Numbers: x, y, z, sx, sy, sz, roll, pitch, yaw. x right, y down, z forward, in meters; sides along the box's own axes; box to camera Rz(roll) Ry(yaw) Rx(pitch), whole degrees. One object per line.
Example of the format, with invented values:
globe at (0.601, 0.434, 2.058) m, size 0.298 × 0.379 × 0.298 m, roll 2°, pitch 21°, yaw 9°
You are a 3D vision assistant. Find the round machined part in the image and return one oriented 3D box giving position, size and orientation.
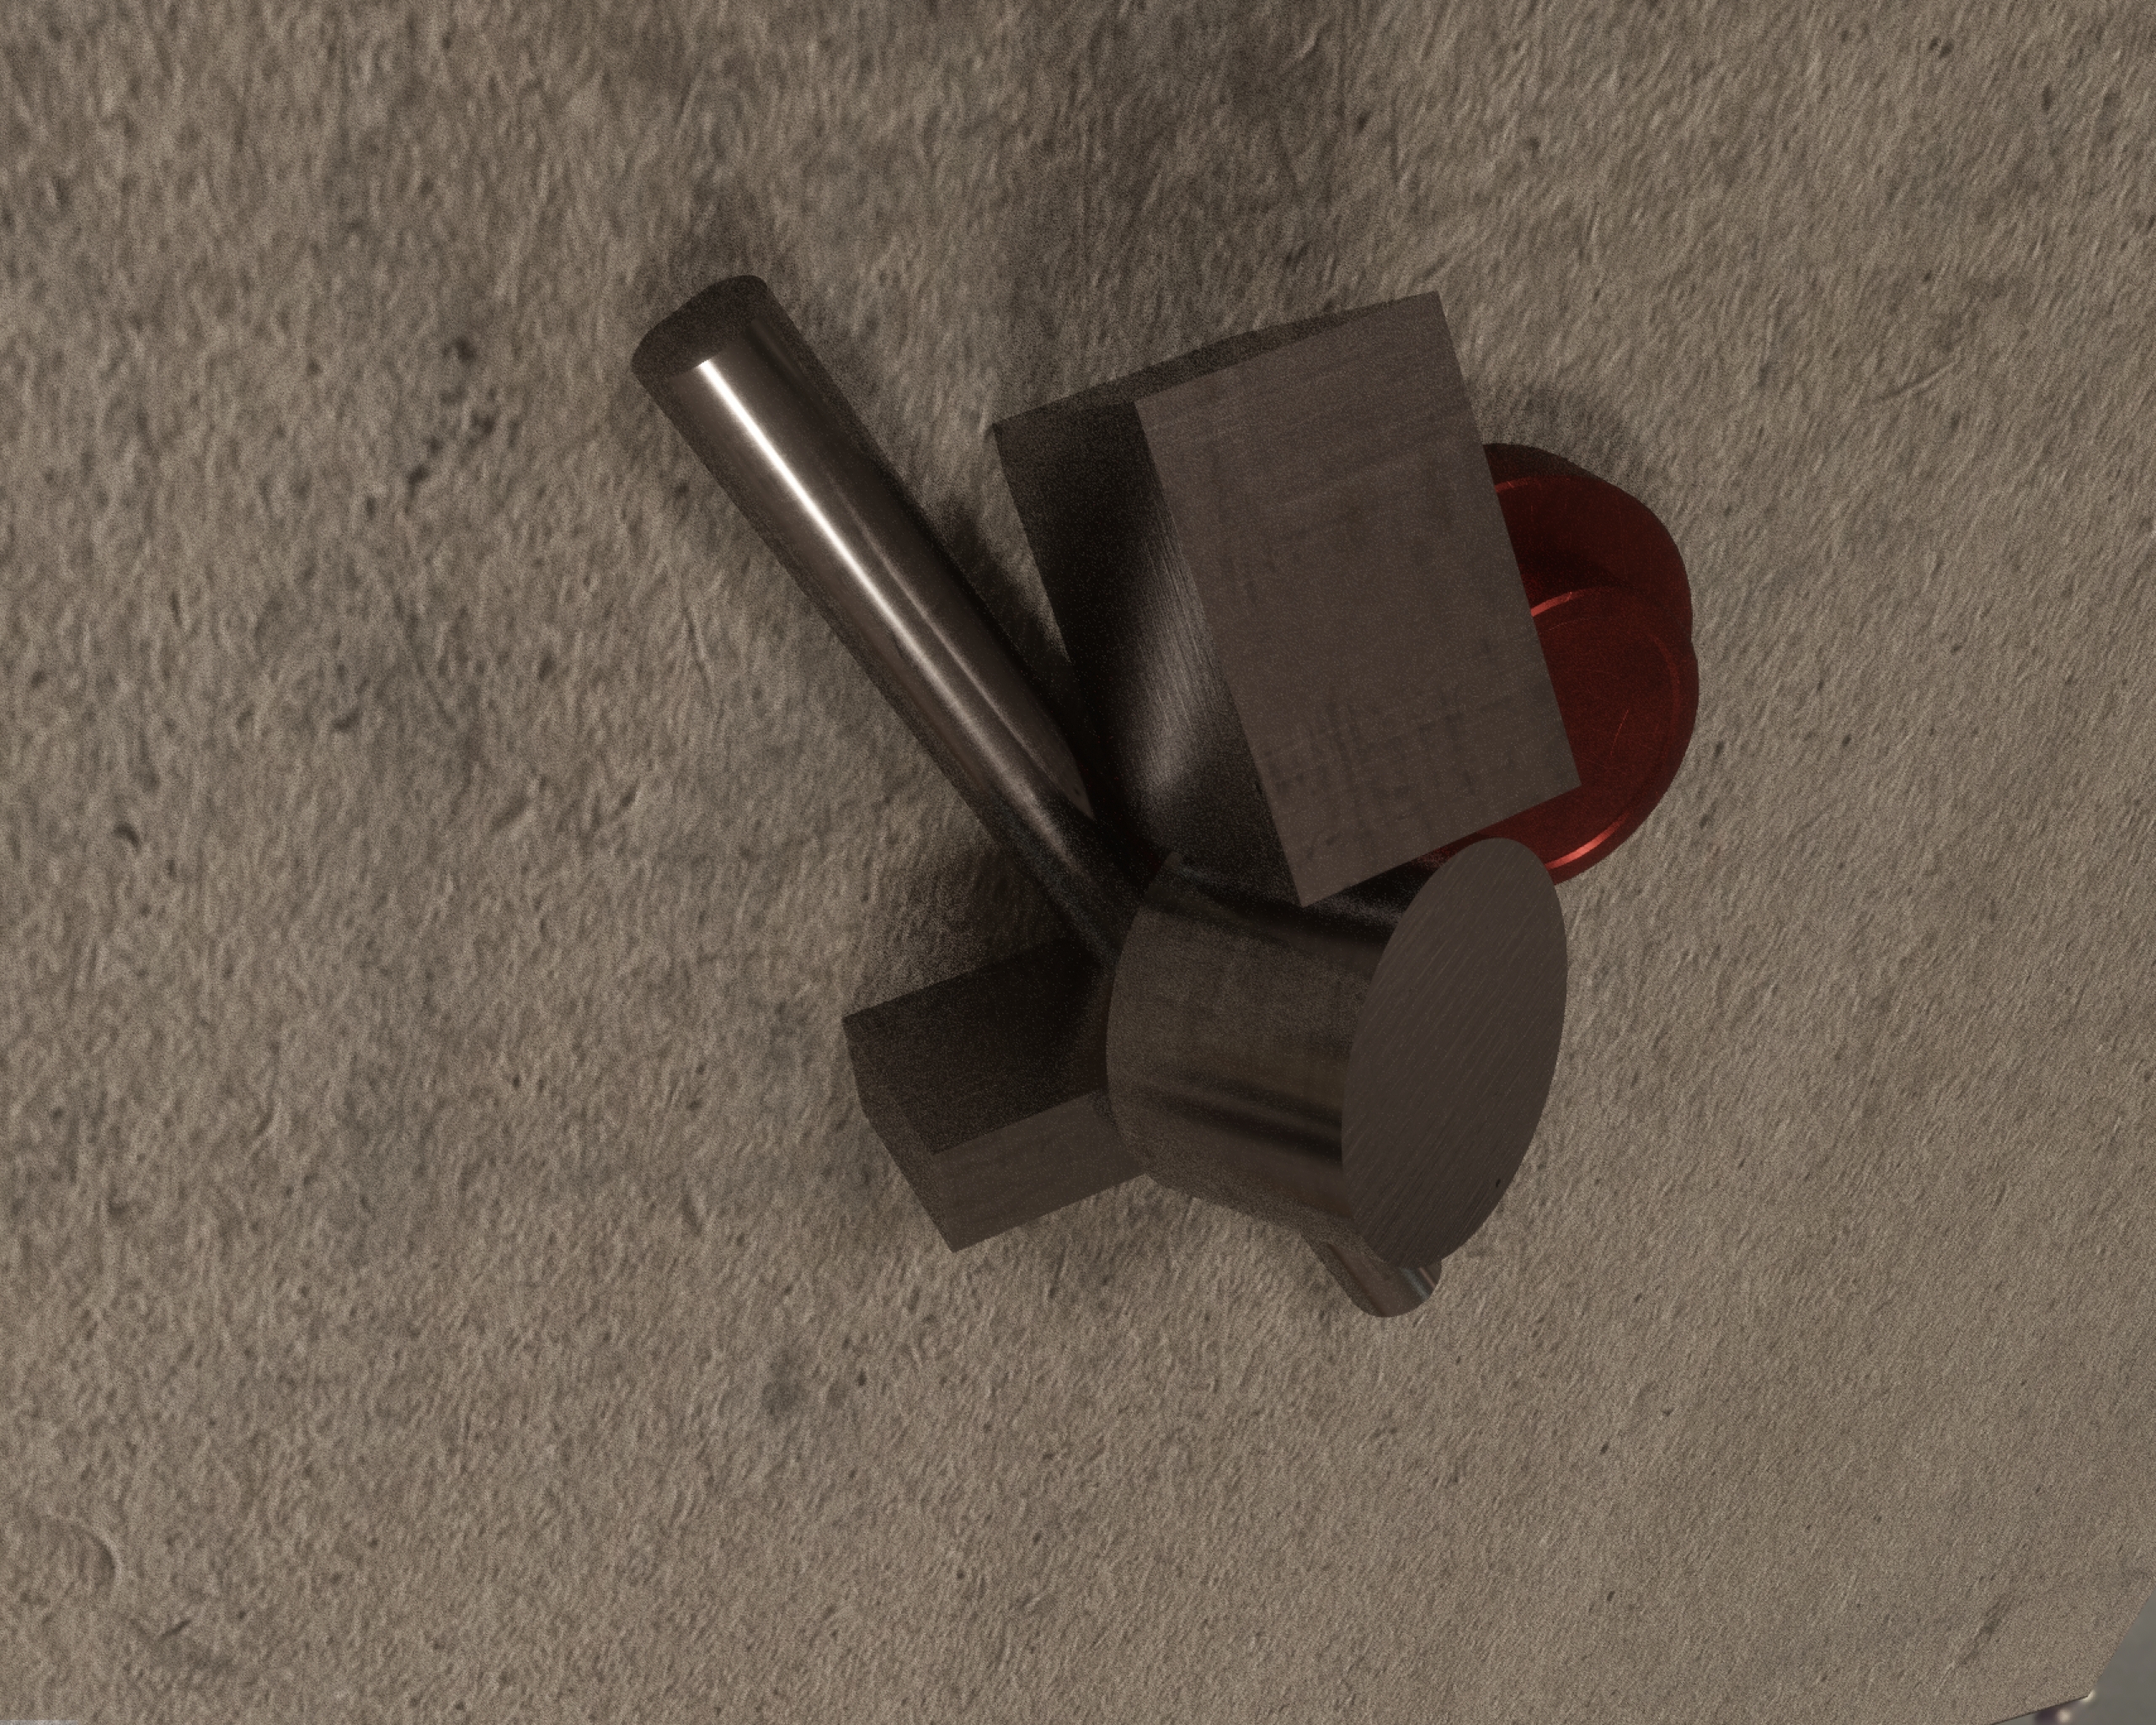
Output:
round machined part at (0.086, -0.032, 0.426) m, size 0.099 × 0.042 × 0.097 m, roll -14°, pitch 125°, yaw -21°

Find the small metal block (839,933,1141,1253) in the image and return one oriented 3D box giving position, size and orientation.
small metal block at (-0.013, 0.044, 0.414) m, size 0.050 × 0.050 × 0.025 m, roll -20°, pitch 126°, yaw -18°

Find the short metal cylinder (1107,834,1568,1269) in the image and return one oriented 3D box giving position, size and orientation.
short metal cylinder at (0.050, 0.030, 0.392) m, size 0.081 × 0.050 × 0.079 m, roll -19°, pitch 115°, yaw -48°

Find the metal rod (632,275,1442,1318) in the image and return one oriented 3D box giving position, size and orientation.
metal rod at (0.010, 0.009, 0.421) m, size 0.025 × 0.025 × 0.300 m, roll -39°, pitch 130°, yaw -3°

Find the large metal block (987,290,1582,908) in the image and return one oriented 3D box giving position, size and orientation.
large metal block at (0.032, -0.045, 0.350) m, size 0.050 × 0.080 × 0.080 m, roll -23°, pitch 105°, yaw -13°
